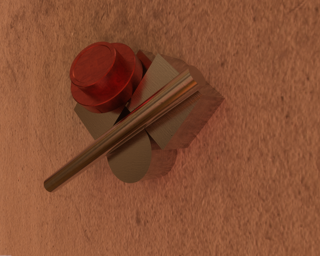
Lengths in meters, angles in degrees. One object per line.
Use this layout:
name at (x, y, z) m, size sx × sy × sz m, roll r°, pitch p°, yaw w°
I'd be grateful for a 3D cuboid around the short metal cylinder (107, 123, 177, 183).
short metal cylinder at (-0.025, 0.029, 0.408) m, size 0.080 × 0.050 × 0.079 m, roll 0°, pitch 90°, yaw 39°

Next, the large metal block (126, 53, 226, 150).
large metal block at (0.017, -0.031, 0.375) m, size 0.080 × 0.050 × 0.080 m, roll 49°, pitch 119°, yaw 28°

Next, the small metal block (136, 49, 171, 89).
small metal block at (-0.018, -0.069, 0.418) m, size 0.050 × 0.025 × 0.050 m, roll 50°, pitch 119°, yaw 28°

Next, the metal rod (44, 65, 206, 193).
metal rod at (-0.065, 0.018, 0.392) m, size 0.299 × 0.025 × 0.025 m, roll -34°, pitch 69°, yaw 34°

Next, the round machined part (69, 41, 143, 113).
round machined part at (-0.075, -0.071, 0.398) m, size 0.098 × 0.042 × 0.098 m, roll -12°, pitch 60°, yaw 21°

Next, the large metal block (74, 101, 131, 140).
large metal block at (-0.068, -0.030, 0.443) m, size 0.080 × 0.050 × 0.080 m, roll 50°, pitch 119°, yaw 28°
